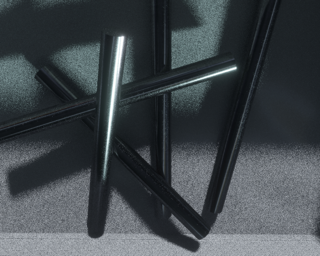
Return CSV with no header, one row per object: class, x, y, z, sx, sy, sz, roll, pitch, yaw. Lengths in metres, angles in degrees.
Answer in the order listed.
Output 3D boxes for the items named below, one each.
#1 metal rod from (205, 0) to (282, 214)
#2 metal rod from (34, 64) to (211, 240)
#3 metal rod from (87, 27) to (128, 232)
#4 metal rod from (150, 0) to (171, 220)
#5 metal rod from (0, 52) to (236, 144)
metal rod,0.104,-0.019,0.405,0.025,0.025,0.298,9,110,-4
metal rod,-0.043,0.036,0.404,0.025,0.025,0.300,-42,98,13
metal rod,-0.070,0.027,0.378,0.025,0.025,0.298,10,126,-4
metal rod,0.003,-0.012,0.407,0.025,0.025,0.298,-1,110,0
metal rod,-0.059,-0.033,0.366,0.302,0.025,0.025,-17,110,2
